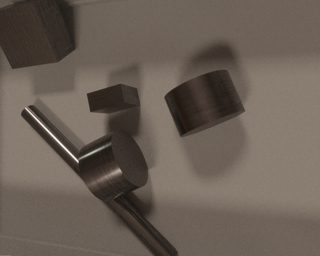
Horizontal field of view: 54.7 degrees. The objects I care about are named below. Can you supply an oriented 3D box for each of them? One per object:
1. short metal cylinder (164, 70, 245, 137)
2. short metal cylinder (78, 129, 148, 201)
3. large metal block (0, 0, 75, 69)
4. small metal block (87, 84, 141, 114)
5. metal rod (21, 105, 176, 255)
[{"bbox_3d":[0.052,-0.027,0.363,0.080,0.080,0.050,-24,82,18],"label":"short metal cylinder"},{"bbox_3d":[-0.059,0.048,0.401,0.050,0.080,0.080,-27,82,18],"label":"short metal cylinder"},{"bbox_3d":[-0.182,-0.135,0.441,0.080,0.050,0.080,-3,123,19],"label":"large metal block"},{"bbox_3d":[-0.061,-0.038,0.418,0.050,0.050,0.025,-13,86,19],"label":"small metal block"},{"bbox_3d":[-0.096,0.071,0.442,0.300,0.025,0.025,42,103,15],"label":"metal rod"}]
